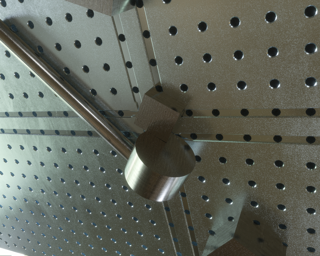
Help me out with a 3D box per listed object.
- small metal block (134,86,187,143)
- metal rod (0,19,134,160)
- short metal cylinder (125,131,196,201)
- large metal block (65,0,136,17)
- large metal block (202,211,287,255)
[{"bbox_3d":[0.000,-0.017,0.399,0.050,0.025,0.050,30,128,8],"label":"small metal block"},{"bbox_3d":[-0.129,-0.045,0.448,0.300,0.025,0.025,43,129,-3],"label":"metal rod"},{"bbox_3d":[0.000,0.048,0.404,0.080,0.080,0.050,31,128,8],"label":"short metal cylinder"},{"bbox_3d":[-0.068,-0.173,0.323,0.080,0.050,0.079,23,127,13],"label":"large metal block"},{"bbox_3d":[0.119,0.180,0.443,0.080,0.050,0.080,38,129,2],"label":"large metal block"}]
